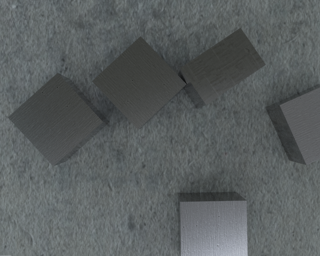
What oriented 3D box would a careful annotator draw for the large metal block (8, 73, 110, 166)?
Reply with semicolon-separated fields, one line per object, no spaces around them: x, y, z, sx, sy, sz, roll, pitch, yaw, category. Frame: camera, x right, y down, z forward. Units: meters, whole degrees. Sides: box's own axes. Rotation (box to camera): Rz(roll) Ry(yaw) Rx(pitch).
-0.125;-0.010;0.396;0.080;0.050;0.080;-42;91;0;large metal block

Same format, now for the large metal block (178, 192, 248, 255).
0.065;0.128;0.399;0.081;0.050;0.079;-1;90;-1;large metal block

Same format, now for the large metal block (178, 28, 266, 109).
0.070;-0.069;0.383;0.080;0.080;0.050;-34;90;0;large metal block

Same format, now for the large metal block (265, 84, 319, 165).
0.198;-0.008;0.400;0.080;0.050;0.080;-24;90;-1;large metal block

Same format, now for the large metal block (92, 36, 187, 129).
-0.025;-0.055;0.397;0.080;0.050;0.080;-43;91;0;large metal block
